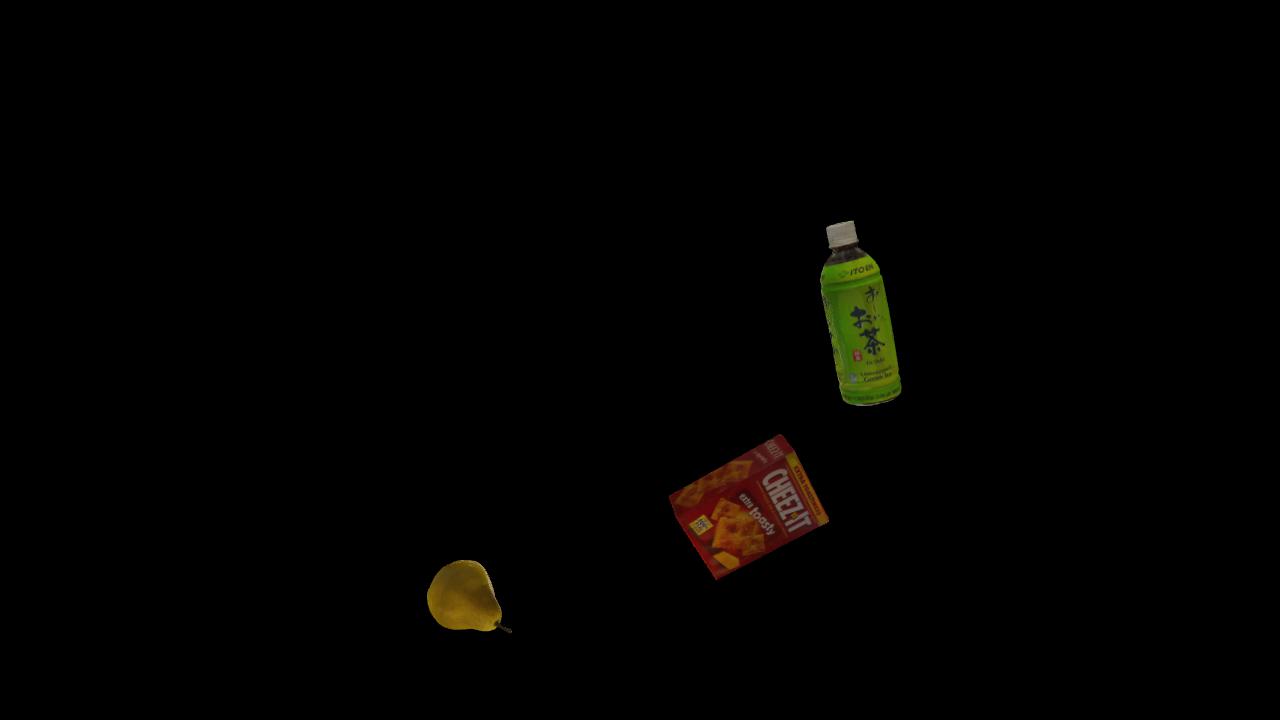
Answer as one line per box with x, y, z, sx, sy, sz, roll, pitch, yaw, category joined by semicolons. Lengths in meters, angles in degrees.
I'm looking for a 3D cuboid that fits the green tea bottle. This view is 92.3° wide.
0.253;-0.055;0.720;0.073;0.212;0.073;-14;9;2;green tea bottle

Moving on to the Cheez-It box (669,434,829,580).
0.184;0.251;1.041;0.223;0.166;0.071;-29;24;3;Cheez-It box

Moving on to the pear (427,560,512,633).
-0.188;0.274;0.690;0.111;0.080;0.080;12;9;44;pear
